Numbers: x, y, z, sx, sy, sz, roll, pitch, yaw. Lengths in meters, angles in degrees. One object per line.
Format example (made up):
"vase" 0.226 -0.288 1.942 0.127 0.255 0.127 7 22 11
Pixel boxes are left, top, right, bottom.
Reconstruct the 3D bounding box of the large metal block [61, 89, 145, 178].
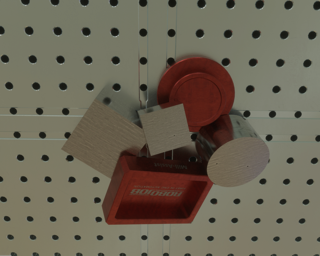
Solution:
"large metal block" -0.066 0.009 0.403 0.080 0.050 0.080 34 106 -12

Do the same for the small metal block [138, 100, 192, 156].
"small metal block" 0.005 -0.001 0.364 0.050 0.025 0.050 -16 107 -6

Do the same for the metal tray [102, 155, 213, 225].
"metal tray" -0.001 0.086 0.412 0.131 0.030 0.089 8 119 -27

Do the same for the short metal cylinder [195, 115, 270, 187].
"short metal cylinder" 0.092 0.030 0.400 0.081 0.050 0.079 -6 125 -9

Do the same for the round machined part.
"round machined part" 0.046 -0.040 0.390 0.099 0.042 0.097 0 110 0
